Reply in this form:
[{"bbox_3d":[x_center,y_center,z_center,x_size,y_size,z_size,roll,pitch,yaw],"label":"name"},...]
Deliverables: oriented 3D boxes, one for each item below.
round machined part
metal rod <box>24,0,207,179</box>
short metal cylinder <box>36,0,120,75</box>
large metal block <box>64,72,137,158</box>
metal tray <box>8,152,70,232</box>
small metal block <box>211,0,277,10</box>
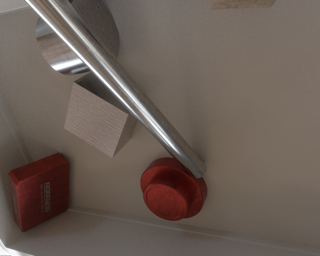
[{"bbox_3d":[0.015,0.095,0.447,0.098,0.042,0.097,13,124,20],"label":"round machined part"},{"bbox_3d":[-0.024,-0.027,0.320,0.025,0.025,0.300,-9,141,32],"label":"metal rod"},{"bbox_3d":[-0.092,-0.104,0.355,0.050,0.080,0.080,-7,115,31],"label":"short metal cylinder"},{"bbox_3d":[-0.075,-0.020,0.418,0.080,0.050,0.079,31,128,8],"label":"large metal block"},{"bbox_3d":[-0.206,0.112,0.538,0.030,0.091,0.129,38,132,30],"label":"metal tray"},{"bbox_3d":[0.076,-0.124,0.275,0.050,0.050,0.025,7,122,24],"label":"small metal block"}]
